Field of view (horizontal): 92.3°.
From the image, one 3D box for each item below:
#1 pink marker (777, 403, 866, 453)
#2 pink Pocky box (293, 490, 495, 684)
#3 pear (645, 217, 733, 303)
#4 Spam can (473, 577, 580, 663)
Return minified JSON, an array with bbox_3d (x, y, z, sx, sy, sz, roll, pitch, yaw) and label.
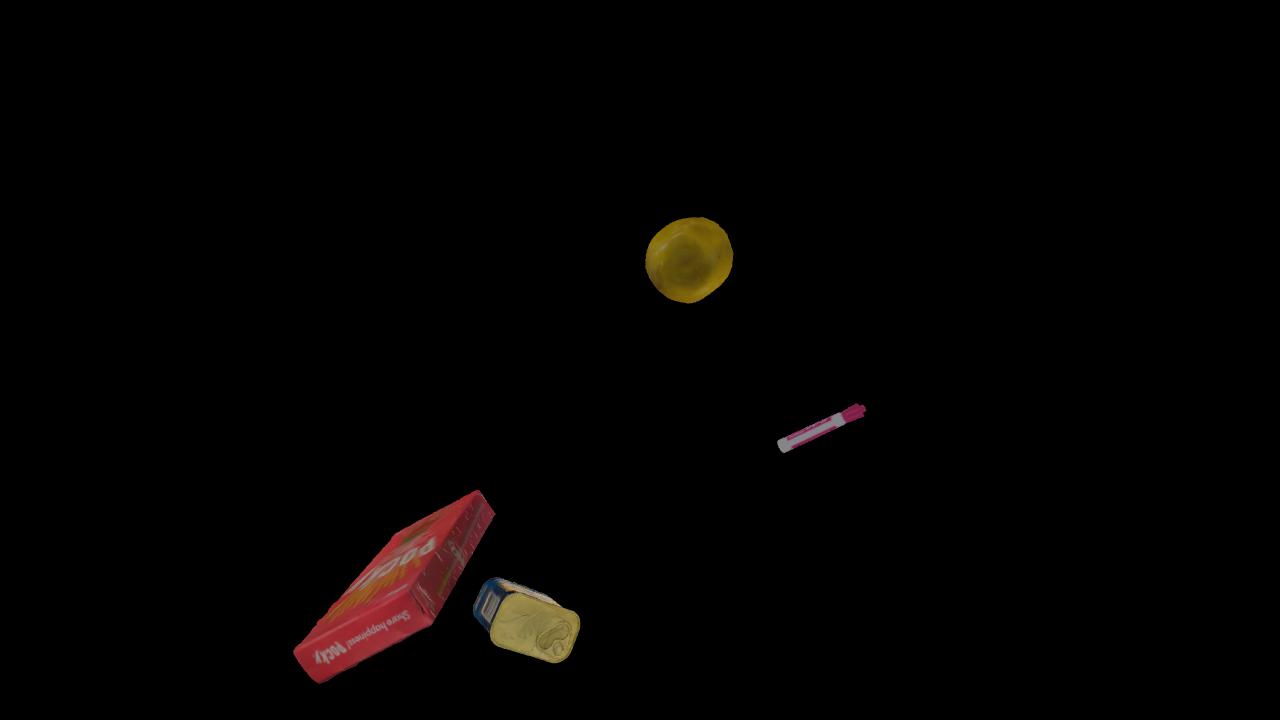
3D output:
[{"bbox_3d":[0.234,0.088,0.794,0.121,0.020,0.020,-31,-14,26],"label":"pink marker"},{"bbox_3d":[-0.160,0.147,0.429,0.084,0.029,0.155,-29,9,5],"label":"pink Pocky box"},{"bbox_3d":[0.047,-0.095,0.579,0.080,0.080,0.111,0,9,7],"label":"pear"},{"bbox_3d":[-0.131,0.293,0.701,0.101,0.058,0.085,31,-18,-24],"label":"Spam can"}]
